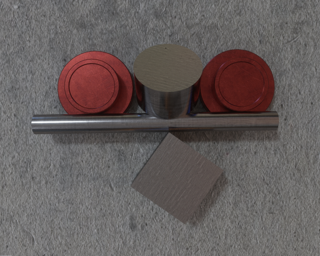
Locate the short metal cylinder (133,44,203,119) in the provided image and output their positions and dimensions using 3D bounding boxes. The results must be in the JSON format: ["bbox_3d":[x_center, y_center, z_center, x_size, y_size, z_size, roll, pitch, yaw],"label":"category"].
[{"bbox_3d":[0.010,-0.057,0.380,0.080,0.050,0.080,0,55,0],"label":"short metal cylinder"}]

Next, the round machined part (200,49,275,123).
[{"bbox_3d":[0.101,-0.054,0.404,0.099,0.042,0.097,0,90,0],"label":"round machined part"}]

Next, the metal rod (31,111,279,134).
[{"bbox_3d":[-0.005,-0.007,0.390,0.302,0.025,0.025,-1,90,0],"label":"metal rod"}]

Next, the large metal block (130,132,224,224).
[{"bbox_3d":[0.021,0.060,0.397,0.080,0.050,0.080,35,90,0],"label":"large metal block"}]

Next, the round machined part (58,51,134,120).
[{"bbox_3d":[-0.084,-0.052,0.401,0.099,0.042,0.097,0,90,0],"label":"round machined part"}]
